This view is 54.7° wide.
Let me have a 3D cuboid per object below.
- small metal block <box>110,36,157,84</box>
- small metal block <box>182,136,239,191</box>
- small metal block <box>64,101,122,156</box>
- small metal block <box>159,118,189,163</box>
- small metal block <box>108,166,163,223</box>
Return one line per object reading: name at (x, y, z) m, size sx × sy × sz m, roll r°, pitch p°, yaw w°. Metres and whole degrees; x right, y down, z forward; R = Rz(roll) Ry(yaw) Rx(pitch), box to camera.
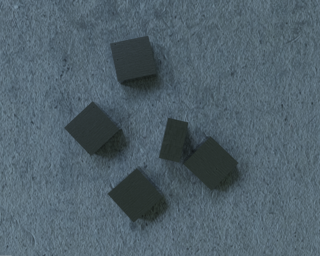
small metal block at (-0.034, -0.089, 0.409) m, size 0.050 × 0.025 × 0.050 m, roll -12°, pitch 90°, yaw 0°
small metal block at (0.066, 0.046, 0.410) m, size 0.050 × 0.025 × 0.050 m, roll 44°, pitch 90°, yaw 0°
small metal block at (-0.087, 0.001, 0.409) m, size 0.050 × 0.025 × 0.050 m, roll -43°, pitch 90°, yaw 0°
small metal block at (0.017, 0.015, 0.397) m, size 0.025 × 0.050 × 0.050 m, roll 13°, pitch 90°, yaw 0°
small metal block at (-0.032, 0.086, 0.410) m, size 0.050 × 0.025 × 0.050 m, roll -42°, pitch 90°, yaw 0°
